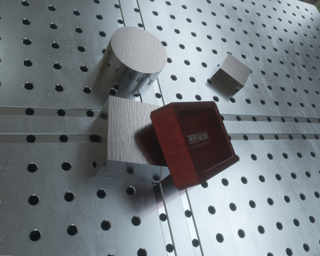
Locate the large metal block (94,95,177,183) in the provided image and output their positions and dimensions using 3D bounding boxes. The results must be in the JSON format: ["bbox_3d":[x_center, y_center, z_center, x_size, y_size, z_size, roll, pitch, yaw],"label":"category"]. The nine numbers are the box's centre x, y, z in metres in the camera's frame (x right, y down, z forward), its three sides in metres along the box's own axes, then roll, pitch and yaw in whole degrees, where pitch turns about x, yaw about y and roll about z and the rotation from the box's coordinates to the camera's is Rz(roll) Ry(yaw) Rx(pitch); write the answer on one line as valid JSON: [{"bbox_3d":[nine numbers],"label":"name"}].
[{"bbox_3d":[-0.030,0.015,0.368,0.081,0.050,0.080,10,57,-23],"label":"large metal block"}]

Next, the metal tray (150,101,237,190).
[{"bbox_3d":[0.047,0.014,0.378,0.131,0.030,0.090,-10,78,-59],"label":"metal tray"}]

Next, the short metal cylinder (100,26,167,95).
[{"bbox_3d":[-0.037,-0.093,0.431,0.081,0.050,0.080,14,56,-21],"label":"short metal cylinder"}]

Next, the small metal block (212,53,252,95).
[{"bbox_3d":[0.125,-0.094,0.535,0.050,0.025,0.050,37,51,-4],"label":"small metal block"}]
